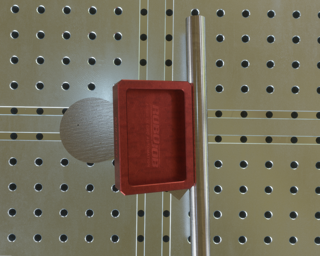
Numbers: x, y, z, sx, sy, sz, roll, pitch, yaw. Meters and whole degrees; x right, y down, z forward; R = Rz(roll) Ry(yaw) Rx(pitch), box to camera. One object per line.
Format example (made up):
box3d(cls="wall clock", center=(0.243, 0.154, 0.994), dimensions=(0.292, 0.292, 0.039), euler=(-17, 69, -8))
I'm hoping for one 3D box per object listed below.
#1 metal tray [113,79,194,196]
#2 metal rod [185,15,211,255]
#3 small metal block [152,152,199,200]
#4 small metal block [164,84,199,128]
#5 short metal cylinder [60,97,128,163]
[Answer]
box3d(cls="metal tray", center=(-0.008, 0.010, 0.371), dimensions=(0.091, 0.030, 0.129), euler=(-2, 90, -20))
box3d(cls="metal rod", center=(0.048, 0.012, 0.389), dimensions=(0.025, 0.025, 0.298), euler=(-1, 90, -1))
box3d(cls="small metal block", center=(0.021, 0.059, 0.413), dimensions=(0.050, 0.025, 0.050), euler=(39, 90, -1))
box3d(cls="small metal block", center=(0.031, -0.029, 0.414), dimensions=(0.050, 0.025, 0.050), euler=(-15, 90, -1))
box3d(cls="short metal cylinder", center=(-0.081, 0.003, 0.399), dimensions=(0.081, 0.050, 0.079), euler=(0, 90, -1))
